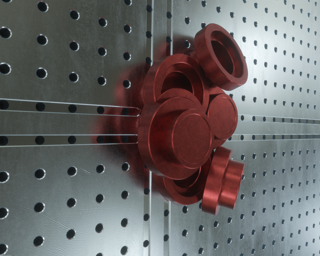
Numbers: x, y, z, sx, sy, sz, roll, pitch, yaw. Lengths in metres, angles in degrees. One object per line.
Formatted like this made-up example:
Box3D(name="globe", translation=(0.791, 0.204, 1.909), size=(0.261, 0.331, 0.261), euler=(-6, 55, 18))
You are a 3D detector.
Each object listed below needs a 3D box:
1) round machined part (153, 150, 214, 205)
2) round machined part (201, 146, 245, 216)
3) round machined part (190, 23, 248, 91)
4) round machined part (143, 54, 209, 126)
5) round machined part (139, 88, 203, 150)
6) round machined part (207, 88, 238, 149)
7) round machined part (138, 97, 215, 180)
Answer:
Box3D(name="round machined part", translation=(0.028, 0.052, 0.420), size=(0.099, 0.042, 0.097), euler=(0, 90, -40))
Box3D(name="round machined part", translation=(0.093, 0.078, 0.443), size=(0.098, 0.042, 0.098), euler=(13, 91, -73))
Box3D(name="round machined part", translation=(0.082, -0.097, 0.450), size=(0.098, 0.042, 0.098), euler=(24, 53, -36))
Box3D(name="round machined part", translation=(0.017, -0.046, 0.411), size=(0.099, 0.042, 0.097), euler=(0, 90, -40))
Box3D(name="round machined part", translation=(0.012, -0.002, 0.406), size=(0.099, 0.042, 0.097), euler=(0, 90, -40))
Box3D(name="round machined part", translation=(0.079, -0.016, 0.463), size=(0.099, 0.042, 0.097), euler=(0, 90, -40))
Box3D(name="round machined part", translation=(0.026, 0.012, 0.364), size=(0.099, 0.042, 0.097), euler=(0, 90, -40))
